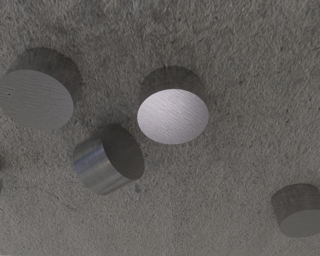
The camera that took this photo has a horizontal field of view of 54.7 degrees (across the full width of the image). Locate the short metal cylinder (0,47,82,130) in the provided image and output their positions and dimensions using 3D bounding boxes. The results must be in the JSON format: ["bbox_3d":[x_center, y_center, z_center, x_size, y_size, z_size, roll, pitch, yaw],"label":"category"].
[{"bbox_3d":[-0.134,-0.044,0.352,0.081,0.050,0.079,0,130,0],"label":"short metal cylinder"}]

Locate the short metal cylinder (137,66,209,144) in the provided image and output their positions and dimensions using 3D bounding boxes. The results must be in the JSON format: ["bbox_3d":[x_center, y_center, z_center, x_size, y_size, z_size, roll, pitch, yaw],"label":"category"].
[{"bbox_3d":[0.015,-0.026,0.368,0.081,0.050,0.079,0,130,0],"label":"short metal cylinder"}]

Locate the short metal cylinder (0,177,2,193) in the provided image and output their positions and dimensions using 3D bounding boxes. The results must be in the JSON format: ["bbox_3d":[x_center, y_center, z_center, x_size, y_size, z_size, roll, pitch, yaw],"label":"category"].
[{"bbox_3d":[-0.272,0.076,0.433,0.080,0.080,0.050,-2,130,1],"label":"short metal cylinder"}]

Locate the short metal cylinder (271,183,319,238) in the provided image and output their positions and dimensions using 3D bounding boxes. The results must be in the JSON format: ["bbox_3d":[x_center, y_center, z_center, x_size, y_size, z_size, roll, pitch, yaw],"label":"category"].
[{"bbox_3d":[0.230,0.136,0.509,0.081,0.050,0.079,0,130,0],"label":"short metal cylinder"}]

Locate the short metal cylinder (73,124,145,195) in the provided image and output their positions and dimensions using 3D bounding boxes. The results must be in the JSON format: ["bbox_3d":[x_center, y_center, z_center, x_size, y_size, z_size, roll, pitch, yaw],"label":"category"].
[{"bbox_3d":[-0.065,0.041,0.405,0.050,0.080,0.080,-31,124,23],"label":"short metal cylinder"}]
